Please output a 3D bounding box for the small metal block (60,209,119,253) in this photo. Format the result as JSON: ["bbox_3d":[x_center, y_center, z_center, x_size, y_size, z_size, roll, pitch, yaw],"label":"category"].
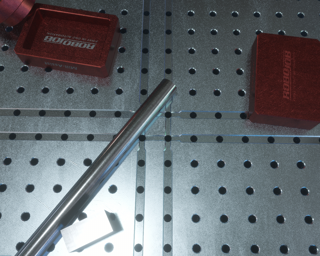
[{"bbox_3d":[-0.078,0.118,0.354,0.050,0.050,0.025,-24,72,-9],"label":"small metal block"}]

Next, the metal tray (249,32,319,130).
[{"bbox_3d":[0.176,-0.068,0.436,0.091,0.030,0.130,8,70,2],"label":"metal tray"}]

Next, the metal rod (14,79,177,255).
[{"bbox_3d":[-0.076,0.053,0.391,0.025,0.025,0.300,35,73,11],"label":"metal rod"}]

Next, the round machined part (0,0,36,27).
[{"bbox_3d":[-0.222,-0.189,0.454,0.098,0.042,0.098,-14,61,27],"label":"round machined part"}]

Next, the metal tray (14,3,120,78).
[{"bbox_3d":[-0.132,-0.130,0.454,0.131,0.030,0.090,10,70,3],"label":"metal tray"}]
